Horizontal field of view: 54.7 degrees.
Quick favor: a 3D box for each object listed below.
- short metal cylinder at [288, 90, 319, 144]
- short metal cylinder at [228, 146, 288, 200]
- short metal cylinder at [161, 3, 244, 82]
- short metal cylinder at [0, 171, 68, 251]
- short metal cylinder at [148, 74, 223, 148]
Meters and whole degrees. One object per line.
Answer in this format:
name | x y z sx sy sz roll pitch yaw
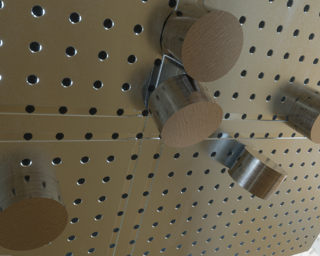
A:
short metal cylinder | 0.271 -0.020 0.535 0.081 0.050 0.079 -14 125 -21
short metal cylinder | 0.160 0.073 0.511 0.080 0.080 0.050 21 107 -36
short metal cylinder | 0.049 -0.100 0.361 0.081 0.050 0.079 -14 124 -21
short metal cylinder | -0.156 0.099 0.371 0.081 0.050 0.079 -14 125 -21
short metal cylinder | 0.031 -0.020 0.387 0.081 0.050 0.080 -16 142 -12
